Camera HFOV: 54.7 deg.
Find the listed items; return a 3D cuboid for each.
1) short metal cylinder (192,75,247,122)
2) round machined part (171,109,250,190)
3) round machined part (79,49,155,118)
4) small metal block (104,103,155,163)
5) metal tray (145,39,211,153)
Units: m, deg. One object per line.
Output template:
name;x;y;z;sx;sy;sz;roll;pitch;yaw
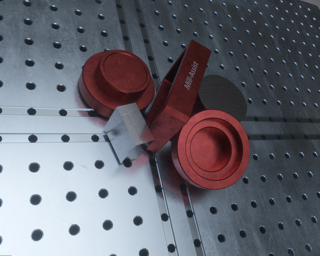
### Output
short metal cylinder;0.077;-0.030;0.447;0.081;0.050;0.080;14;56;-21
round machined part;0.060;0.028;0.393;0.099;0.042;0.097;2;82;-18
round machined part;-0.051;-0.062;0.402;0.099;0.042;0.098;14;56;-21
small metal block;-0.037;0.006;0.363;0.025;0.050;0.050;-16;71;-35
metal tray;0.018;-0.041;0.396;0.030;0.090;0.130;29;52;-10
